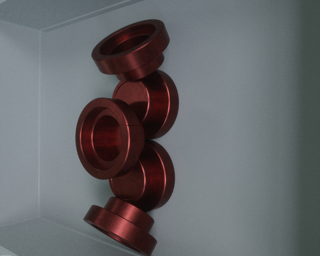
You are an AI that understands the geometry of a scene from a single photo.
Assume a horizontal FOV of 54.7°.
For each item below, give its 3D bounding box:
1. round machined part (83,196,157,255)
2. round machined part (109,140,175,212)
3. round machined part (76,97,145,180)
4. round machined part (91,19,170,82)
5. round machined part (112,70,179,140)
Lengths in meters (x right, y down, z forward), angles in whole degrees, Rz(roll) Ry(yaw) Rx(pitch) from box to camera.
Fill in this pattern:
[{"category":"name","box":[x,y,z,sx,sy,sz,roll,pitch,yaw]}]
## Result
[{"category":"round machined part","box":[-0.047,0.125,0.407,0.098,0.098,0.042,8,58,39]},{"category":"round machined part","box":[-0.031,0.065,0.417,0.098,0.042,0.097,0,90,39]},{"category":"round machined part","box":[-0.058,0.012,0.383,0.098,0.042,0.097,0,90,39]},{"category":"round machined part","box":[-0.033,-0.095,0.395,0.098,0.098,0.042,9,138,39]},{"category":"round machined part","box":[-0.027,-0.033,0.413,0.098,0.042,0.097,0,90,39]}]
